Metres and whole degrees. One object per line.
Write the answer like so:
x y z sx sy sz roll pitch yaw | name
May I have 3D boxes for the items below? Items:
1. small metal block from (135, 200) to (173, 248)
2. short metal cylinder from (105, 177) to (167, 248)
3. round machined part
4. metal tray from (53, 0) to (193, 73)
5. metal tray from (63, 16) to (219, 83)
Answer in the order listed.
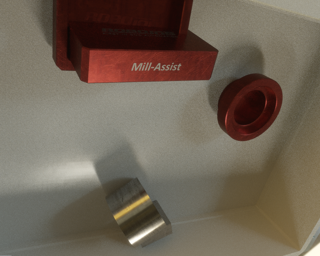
-0.016 0.146 0.476 0.050 0.050 0.025 -20 129 -17 | small metal block
-0.033 0.115 0.428 0.050 0.080 0.080 -31 129 -9 | short metal cylinder
0.124 -0.033 0.447 0.099 0.042 0.097 -14 125 -21 | round machined part
-0.036 -0.103 0.308 0.131 0.030 0.089 -3 117 -25 | metal tray
-0.021 -0.079 0.305 0.131 0.090 0.030 -6 127 -26 | metal tray
